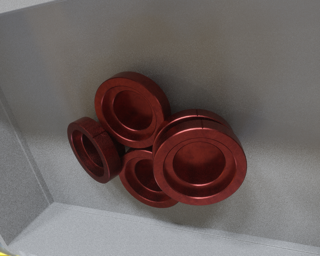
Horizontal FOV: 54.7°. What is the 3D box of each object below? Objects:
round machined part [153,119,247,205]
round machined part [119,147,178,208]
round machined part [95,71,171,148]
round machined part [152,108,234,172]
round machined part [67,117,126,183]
[{"bbox_3d":[0.043,0.034,0.344,0.099,0.042,0.097,1,116,3],"label":"round machined part"},{"bbox_3d":[-0.006,0.061,0.436,0.098,0.042,0.097,13,124,21],"label":"round machined part"},{"bbox_3d":[-0.030,-0.026,0.395,0.098,0.042,0.097,13,124,21],"label":"round machined part"},{"bbox_3d":[0.041,0.021,0.373,0.099,0.042,0.097,1,116,3],"label":"round machined part"},{"bbox_3d":[-0.087,0.027,0.445,0.098,0.042,0.097,31,138,34],"label":"round machined part"}]
